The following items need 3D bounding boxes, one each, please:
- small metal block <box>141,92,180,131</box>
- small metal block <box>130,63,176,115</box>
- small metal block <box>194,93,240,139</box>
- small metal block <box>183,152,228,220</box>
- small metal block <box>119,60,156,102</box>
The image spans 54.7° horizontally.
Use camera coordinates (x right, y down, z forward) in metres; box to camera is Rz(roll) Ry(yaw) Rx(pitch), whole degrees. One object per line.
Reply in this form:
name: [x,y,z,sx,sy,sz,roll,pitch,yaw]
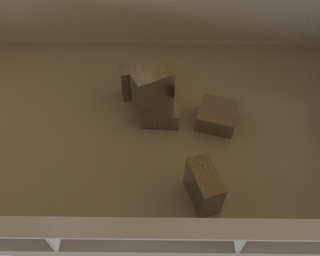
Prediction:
small metal block: [0.001,-0.025,0.426,0.050,0.025,0.050,2,50,1]
small metal block: [-0.009,-0.050,0.398,0.050,0.050,0.025,-22,54,-18]
small metal block: [0.077,-0.017,0.420,0.050,0.025,0.050,13,51,10]
small metal block: [0.047,0.063,0.336,0.025,0.050,0.050,-14,52,-11]
small metal block: [-0.030,-0.067,0.445,0.050,0.050,0.025,-9,51,-8]
